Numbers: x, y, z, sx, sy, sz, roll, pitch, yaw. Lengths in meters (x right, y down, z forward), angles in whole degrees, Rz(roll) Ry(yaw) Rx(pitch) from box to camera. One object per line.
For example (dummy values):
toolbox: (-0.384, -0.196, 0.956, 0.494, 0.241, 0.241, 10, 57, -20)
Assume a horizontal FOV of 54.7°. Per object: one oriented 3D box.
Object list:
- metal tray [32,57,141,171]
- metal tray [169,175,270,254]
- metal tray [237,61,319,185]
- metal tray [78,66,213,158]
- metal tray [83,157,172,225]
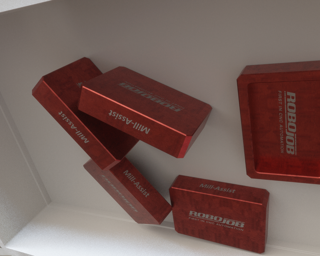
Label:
metal tray: (-0.082, -0.021, 0.394, 0.130, 0.090, 0.030, 49, 126, -7)
metal tray: (0.082, 0.119, 0.435, 0.130, 0.030, 0.089, 6, 121, 24)
metal tray: (0.136, -0.003, 0.331, 0.090, 0.030, 0.129, 1, 119, 27)
metal tray: (-0.014, -0.024, 0.356, 0.130, 0.090, 0.030, 26, 121, 12)
metal tray: (-0.051, 0.087, 0.464, 0.130, 0.030, 0.090, 48, 151, -6)
